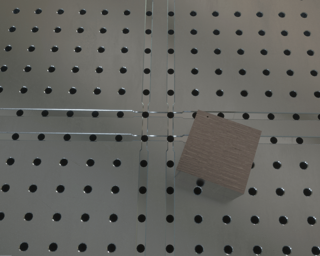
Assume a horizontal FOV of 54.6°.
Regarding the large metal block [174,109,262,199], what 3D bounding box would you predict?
[{"bbox_3d":[0.070,0.034,0.387,0.080,0.050,0.080,20,71,7],"label":"large metal block"}]
